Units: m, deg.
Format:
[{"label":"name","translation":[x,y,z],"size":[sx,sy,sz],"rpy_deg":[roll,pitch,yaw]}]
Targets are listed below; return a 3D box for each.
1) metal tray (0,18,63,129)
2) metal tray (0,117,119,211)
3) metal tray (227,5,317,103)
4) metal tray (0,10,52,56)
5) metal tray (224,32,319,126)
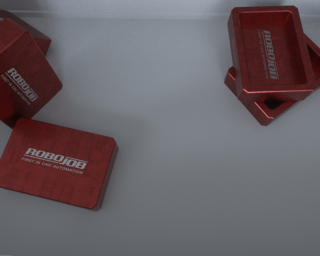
[{"label":"metal tray","translation":[-0.177,-0.057,0.373],"size":[0.030,0.130,0.090],"rpy_deg":[37,74,12]},{"label":"metal tray","translation":[-0.128,0.045,0.390],"size":[0.131,0.030,0.090],"rpy_deg":[13,70,4]},{"label":"metal tray","translation":[0.144,-0.100,0.411],"size":[0.091,0.030,0.130],"rpy_deg":[-2,70,-1]},{"label":"metal tray","translation":[-0.220,-0.128,0.403],"size":[0.090,0.131,0.030],"rpy_deg":[34,109,11]},{"label":"metal tray","translation":[0.169,-0.074,0.434],"size":[0.131,0.030,0.090],"rpy_deg":[-33,74,-12]}]
